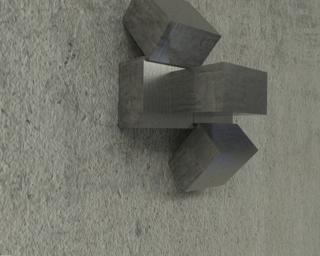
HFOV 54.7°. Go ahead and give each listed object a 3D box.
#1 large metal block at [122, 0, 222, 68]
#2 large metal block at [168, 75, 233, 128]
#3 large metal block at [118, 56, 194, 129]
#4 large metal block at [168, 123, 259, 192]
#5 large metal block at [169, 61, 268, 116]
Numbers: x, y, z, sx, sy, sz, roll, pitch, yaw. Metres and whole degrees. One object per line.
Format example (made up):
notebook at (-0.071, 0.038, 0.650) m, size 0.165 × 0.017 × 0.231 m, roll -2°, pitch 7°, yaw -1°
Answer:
large metal block at (0.013, -0.121, 0.375) m, size 0.081 × 0.050 × 0.080 m, roll 1°, pitch 46°, yaw -40°
large metal block at (0.058, -0.039, 0.439) m, size 0.081 × 0.050 × 0.079 m, roll 1°, pitch 90°, yaw -40°
large metal block at (-0.004, -0.040, 0.386) m, size 0.081 × 0.050 × 0.079 m, roll 1°, pitch 90°, yaw -40°
large metal block at (0.072, 0.039, 0.425) m, size 0.081 × 0.080 × 0.050 m, roll 1°, pitch 46°, yaw -41°
large metal block at (0.068, -0.041, 0.365) m, size 0.081 × 0.080 × 0.050 m, roll 2°, pitch 89°, yaw -40°
